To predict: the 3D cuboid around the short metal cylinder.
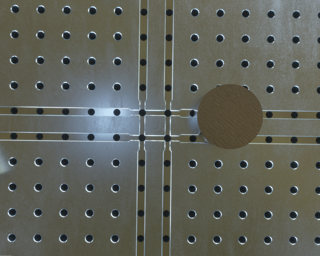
[{"bbox_3d":[0.085,-0.014,0.402,0.081,0.050,0.079,0,90,-1],"label":"short metal cylinder"}]
